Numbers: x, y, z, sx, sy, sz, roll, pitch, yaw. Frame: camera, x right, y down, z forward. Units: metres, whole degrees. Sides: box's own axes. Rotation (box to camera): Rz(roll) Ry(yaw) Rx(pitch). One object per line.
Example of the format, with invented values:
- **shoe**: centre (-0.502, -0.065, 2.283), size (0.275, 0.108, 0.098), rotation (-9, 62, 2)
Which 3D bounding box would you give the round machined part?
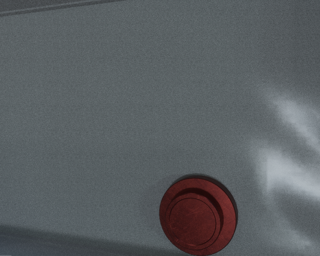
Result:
- **round machined part**: centre (0.045, 0.111, 0.385), size (0.098, 0.042, 0.097), rotation (0, 90, 19)
